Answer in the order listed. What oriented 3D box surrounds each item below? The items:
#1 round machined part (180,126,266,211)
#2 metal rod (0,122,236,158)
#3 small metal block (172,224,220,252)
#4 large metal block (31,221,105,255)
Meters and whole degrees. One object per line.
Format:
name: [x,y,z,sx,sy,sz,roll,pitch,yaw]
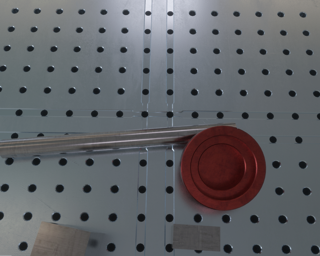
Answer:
round machined part: [0.073,0.047,0.377,0.099,0.042,0.097,0,87,-1]
metal rod: [-0.052,0.016,0.405,0.302,0.025,0.025,-4,70,-2]
small metal block: [0.039,0.125,0.353,0.050,0.050,0.025,3,70,1]
large metal block: [-0.100,0.147,0.328,0.050,0.080,0.080,11,71,4]
